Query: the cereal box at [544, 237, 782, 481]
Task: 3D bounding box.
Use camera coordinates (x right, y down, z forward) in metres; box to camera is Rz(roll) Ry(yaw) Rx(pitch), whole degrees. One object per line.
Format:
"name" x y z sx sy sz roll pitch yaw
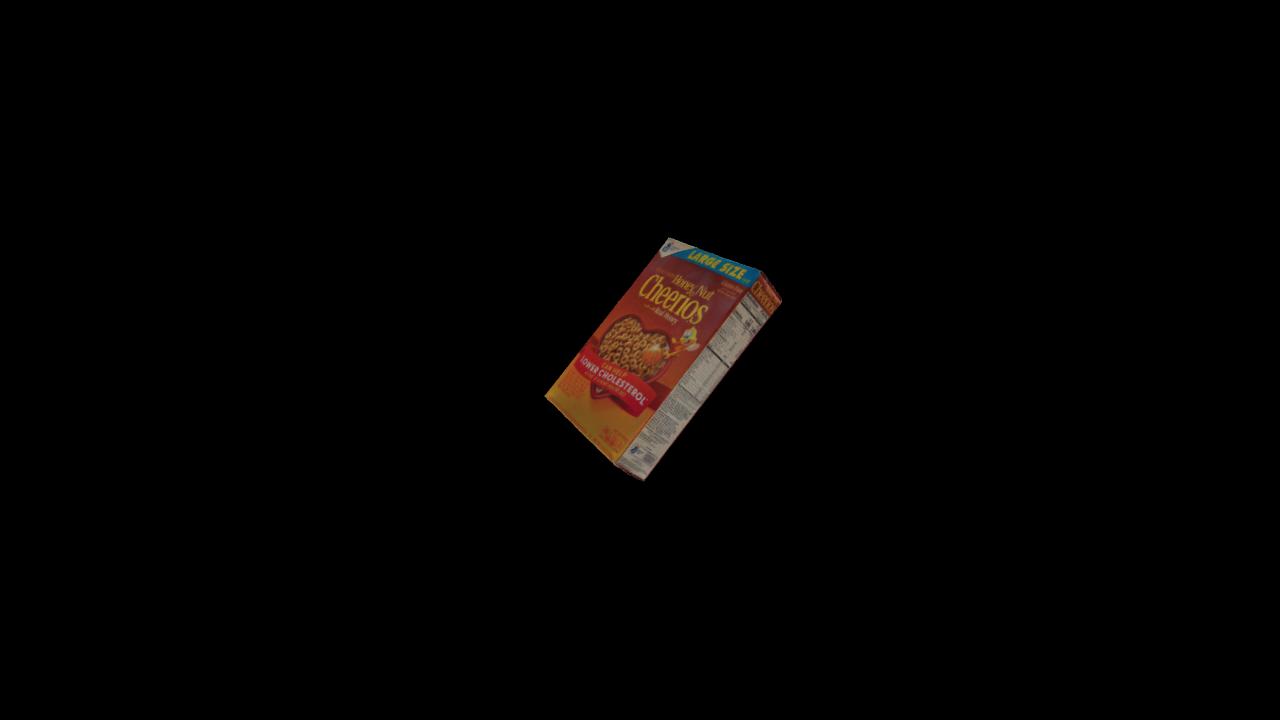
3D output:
"cereal box" 0.024 -0.014 0.849 0.081 0.306 0.203 40 -3 -41
